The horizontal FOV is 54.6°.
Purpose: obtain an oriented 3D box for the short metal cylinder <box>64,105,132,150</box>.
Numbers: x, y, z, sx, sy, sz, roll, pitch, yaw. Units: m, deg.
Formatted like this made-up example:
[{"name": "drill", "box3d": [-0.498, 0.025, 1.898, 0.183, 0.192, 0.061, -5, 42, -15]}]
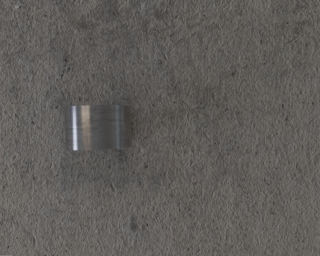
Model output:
[{"name": "short metal cylinder", "box3d": [-0.076, -0.001, 0.382, 0.080, 0.080, 0.050, -2, 90, 0]}]
